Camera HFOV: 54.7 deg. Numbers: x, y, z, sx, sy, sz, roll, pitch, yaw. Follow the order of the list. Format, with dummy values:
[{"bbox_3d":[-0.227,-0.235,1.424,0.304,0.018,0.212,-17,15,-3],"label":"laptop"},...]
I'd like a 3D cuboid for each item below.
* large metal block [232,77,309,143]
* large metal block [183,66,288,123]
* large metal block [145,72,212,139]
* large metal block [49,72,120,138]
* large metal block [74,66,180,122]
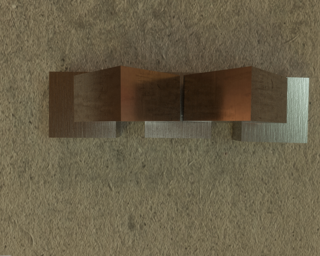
[{"bbox_3d":[0.140,-0.022,0.401,0.081,0.050,0.079,2,90,-1],"label":"large metal block"},{"bbox_3d":[0.082,-0.031,0.337,0.080,0.081,0.050,1,90,44],"label":"large metal block"},{"bbox_3d":[0.022,-0.028,0.399,0.081,0.050,0.079,1,90,-1],"label":"large metal block"},{"bbox_3d":[-0.093,-0.028,0.398,0.081,0.050,0.079,0,90,-1],"label":"large metal block"},{"bbox_3d":[-0.035,-0.032,0.333,0.081,0.080,0.050,-1,91,-46],"label":"large metal block"}]
